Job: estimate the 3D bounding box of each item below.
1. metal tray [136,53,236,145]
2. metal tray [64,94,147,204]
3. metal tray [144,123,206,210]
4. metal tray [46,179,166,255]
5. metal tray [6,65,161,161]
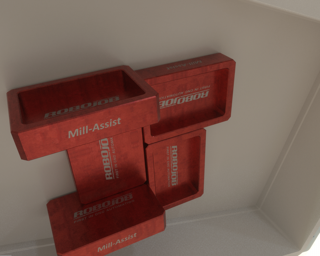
[{"bbox_3d":[0.032,-0.039,0.398,0.131,0.030,0.089,-16,125,-20],"label":"metal tray"},{"bbox_3d":[-0.068,0.026,0.382,0.091,0.030,0.129,-16,125,-20],"label":"metal tray"},{"bbox_3d":[0.019,0.058,0.451,0.091,0.030,0.129,-16,125,-20],"label":"metal tray"},{"bbox_3d":[-0.069,0.112,0.396,0.131,0.090,0.030,-16,125,-20],"label":"metal tray"},{"bbox_3d":[-0.076,-0.022,0.307,0.131,0.090,0.030,-17,125,-19],"label":"metal tray"}]
